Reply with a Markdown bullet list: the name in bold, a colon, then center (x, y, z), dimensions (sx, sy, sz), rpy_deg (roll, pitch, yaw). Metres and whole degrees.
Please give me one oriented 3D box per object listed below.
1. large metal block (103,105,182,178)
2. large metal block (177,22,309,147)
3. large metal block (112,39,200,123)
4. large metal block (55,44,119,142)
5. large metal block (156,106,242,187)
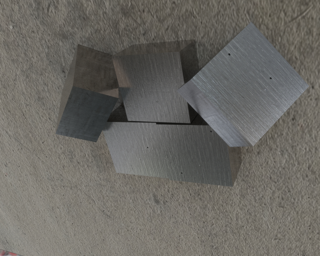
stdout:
- **large metal block**: center (-0.022, 0.016, 0.411), dimensions (0.080, 0.050, 0.079), rpy_deg (1, 119, 27)
- **large metal block**: center (0.077, -0.038, 0.300), dimensions (0.080, 0.080, 0.050), rpy_deg (46, 169, -4)
- **large metal block**: center (0.001, -0.054, 0.358), dimensions (0.080, 0.050, 0.079), rpy_deg (3, 120, 26)
- **large metal block**: center (-0.090, -0.042, 0.384), dimensions (0.050, 0.080, 0.079), rpy_deg (14, 133, -23)
- **large metal block**: center (0.050, 0.020, 0.375), dimensions (0.080, 0.050, 0.079), rpy_deg (1, 119, 27)
